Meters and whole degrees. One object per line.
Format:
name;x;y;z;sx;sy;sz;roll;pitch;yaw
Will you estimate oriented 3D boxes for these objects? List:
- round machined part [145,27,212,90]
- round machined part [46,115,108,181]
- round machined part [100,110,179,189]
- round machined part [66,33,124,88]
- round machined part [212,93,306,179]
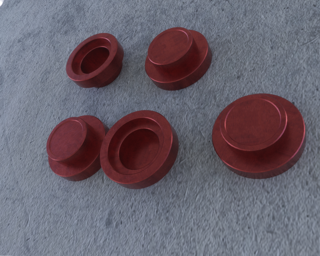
round machined part;0.021;-0.106;0.447;0.098;0.042;0.098;-13;56;21
round machined part;-0.121;0.023;0.443;0.098;0.042;0.098;-13;56;21
round machined part;-0.022;0.030;0.386;0.098;0.042;0.098;-13;56;21
round machined part;-0.102;-0.106;0.512;0.098;0.042;0.098;-13;56;21
round machined part;0.104;0.002;0.337;0.098;0.042;0.098;-13;56;21
